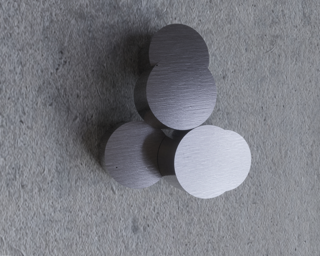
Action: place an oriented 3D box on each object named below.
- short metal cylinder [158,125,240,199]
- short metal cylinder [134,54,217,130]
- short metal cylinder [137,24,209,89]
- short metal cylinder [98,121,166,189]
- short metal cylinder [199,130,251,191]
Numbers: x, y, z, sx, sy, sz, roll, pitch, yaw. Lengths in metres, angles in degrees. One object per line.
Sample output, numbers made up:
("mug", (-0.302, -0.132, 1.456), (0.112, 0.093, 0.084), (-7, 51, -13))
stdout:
("short metal cylinder", (0.044, 0.037, 0.359), (0.081, 0.050, 0.080), (0, 90, -21))
("short metal cylinder", (0.016, -0.038, 0.349), (0.081, 0.050, 0.080), (0, 90, -20))
("short metal cylinder", (0.016, -0.088, 0.403), (0.081, 0.050, 0.080), (0, 90, -20))
("short metal cylinder", (-0.033, 0.031, 0.385), (0.081, 0.050, 0.080), (0, 90, -20))
("short metal cylinder", (0.076, 0.042, 0.424), (0.081, 0.050, 0.080), (0, 90, -20))
